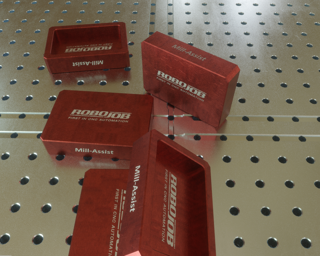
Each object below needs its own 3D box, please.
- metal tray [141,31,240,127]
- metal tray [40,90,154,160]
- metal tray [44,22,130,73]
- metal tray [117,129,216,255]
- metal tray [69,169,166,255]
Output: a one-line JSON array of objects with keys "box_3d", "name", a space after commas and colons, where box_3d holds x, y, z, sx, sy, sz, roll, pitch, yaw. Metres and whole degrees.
[{"box_3d": [0.036, -0.066, 0.420, 0.130, 0.090, 0.030, 30, 56, 22], "name": "metal tray"}, {"box_3d": [-0.077, -0.006, 0.409, 0.131, 0.030, 0.090, 4, 50, 3], "name": "metal tray"}, {"box_3d": [-0.119, -0.136, 0.518, 0.131, 0.030, 0.090, -6, 50, -5], "name": "metal tray"}, {"box_3d": [0.011, 0.075, 0.300, 0.090, 0.030, 0.130, 33, 41, -28], "name": "metal tray"}, {"box_3d": [-0.039, 0.105, 0.317, 0.090, 0.030, 0.130, 1, 50, 0], "name": "metal tray"}]
